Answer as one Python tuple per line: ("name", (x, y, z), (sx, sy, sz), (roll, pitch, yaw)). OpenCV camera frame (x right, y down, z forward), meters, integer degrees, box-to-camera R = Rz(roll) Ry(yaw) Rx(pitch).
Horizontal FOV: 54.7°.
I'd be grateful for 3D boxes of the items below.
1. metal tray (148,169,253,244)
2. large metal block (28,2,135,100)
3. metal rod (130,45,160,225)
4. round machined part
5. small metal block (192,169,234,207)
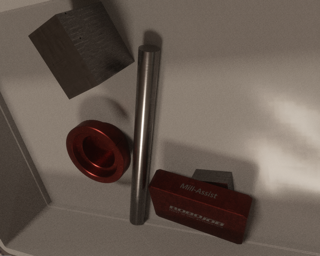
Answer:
("metal tray", (0.054, 0.109, 0.426), (0.130, 0.030, 0.090), (14, 143, 20))
("large metal block", (-0.087, -0.091, 0.361), (0.050, 0.080, 0.080), (-18, 109, 35))
("metal rod", (-0.026, 0.031, 0.439), (0.025, 0.025, 0.298), (18, 126, 17))
("round machined part", (-0.086, 0.030, 0.460), (0.098, 0.042, 0.097), (13, 124, 20))
("small metal block", (0.073, 0.085, 0.422), (0.050, 0.025, 0.050), (1, 119, 27))
